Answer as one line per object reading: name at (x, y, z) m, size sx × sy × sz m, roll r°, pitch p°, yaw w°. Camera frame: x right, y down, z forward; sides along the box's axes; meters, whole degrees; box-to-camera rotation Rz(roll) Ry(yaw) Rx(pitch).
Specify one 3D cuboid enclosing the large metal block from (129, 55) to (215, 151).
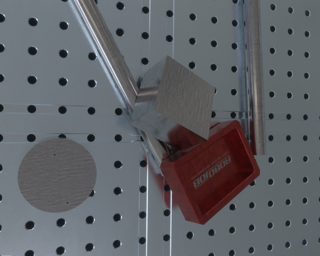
large metal block at (0.018, -0.029, 0.385) m, size 0.080 × 0.050 × 0.080 m, roll 29°, pitch 56°, yaw -26°

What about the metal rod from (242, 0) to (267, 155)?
metal rod at (0.140, -0.109, 0.463) m, size 0.025 × 0.025 × 0.298 m, roll -3°, pitch 91°, yaw -20°

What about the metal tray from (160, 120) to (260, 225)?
metal tray at (0.073, 0.056, 0.421) m, size 0.131 × 0.030 × 0.090 m, roll -31°, pitch 100°, yaw -31°

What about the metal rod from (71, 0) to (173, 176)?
metal rod at (-0.053, -0.073, 0.393) m, size 0.025 × 0.025 × 0.299 m, roll -30°, pitch 100°, yaw -18°

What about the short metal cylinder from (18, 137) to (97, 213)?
short metal cylinder at (-0.117, 0.051, 0.356) m, size 0.081 × 0.050 × 0.079 m, roll 0°, pitch 90°, yaw -20°
